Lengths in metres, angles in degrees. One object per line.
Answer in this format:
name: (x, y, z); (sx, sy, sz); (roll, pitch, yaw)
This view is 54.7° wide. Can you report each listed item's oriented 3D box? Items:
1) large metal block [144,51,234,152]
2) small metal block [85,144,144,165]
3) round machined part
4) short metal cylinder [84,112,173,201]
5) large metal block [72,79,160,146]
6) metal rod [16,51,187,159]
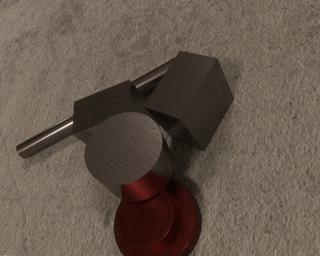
large metal block: (0.038, -0.030, 0.366); (0.050, 0.080, 0.080); (22, 73, 35)
small metal block: (-0.055, 0.044, 0.388); (0.050, 0.050, 0.025); (-42, 51, 0)
round machined part: (-0.008, 0.099, 0.336); (0.098, 0.042, 0.098); (-13, 56, 20)
short metal cylinder: (-0.031, 0.030, 0.324); (0.080, 0.050, 0.080); (-7, 58, 12)
large metal block: (-0.053, -0.007, 0.399); (0.080, 0.080, 0.050); (-19, 55, 17)
metal rod: (-0.088, -0.030, 0.466); (0.301, 0.025, 0.025); (-27, 53, 10)
